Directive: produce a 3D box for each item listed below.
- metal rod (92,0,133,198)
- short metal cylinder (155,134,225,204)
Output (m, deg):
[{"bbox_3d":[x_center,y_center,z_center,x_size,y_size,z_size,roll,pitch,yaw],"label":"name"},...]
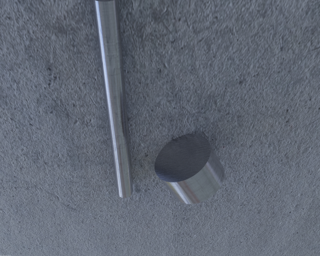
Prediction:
[{"bbox_3d":[-0.054,-0.013,0.395,0.025,0.025,0.298,0,130,-1],"label":"metal rod"},{"bbox_3d":[0.040,0.054,0.418,0.080,0.080,0.050,-21,127,17],"label":"short metal cylinder"}]
